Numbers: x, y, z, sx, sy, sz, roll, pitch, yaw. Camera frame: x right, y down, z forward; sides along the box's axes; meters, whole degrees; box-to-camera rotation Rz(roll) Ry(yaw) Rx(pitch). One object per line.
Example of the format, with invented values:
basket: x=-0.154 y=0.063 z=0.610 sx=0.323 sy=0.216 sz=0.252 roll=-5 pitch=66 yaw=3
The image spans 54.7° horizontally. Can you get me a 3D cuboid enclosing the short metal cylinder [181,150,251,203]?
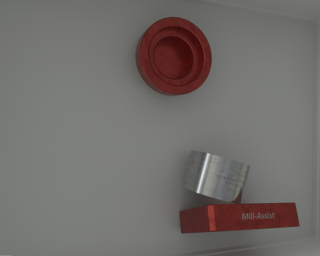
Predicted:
short metal cylinder: x=0.074 y=0.064 z=0.410 sx=0.081 sy=0.080 sz=0.050 roll=18 pitch=84 yaw=-20

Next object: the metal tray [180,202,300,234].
metal tray: x=0.103 y=0.121 z=0.413 sx=0.131 sy=0.090 sz=0.030 roll=4 pitch=69 yaw=-20

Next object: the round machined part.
round machined part: x=0.015 y=-0.091 z=0.408 sx=0.099 sy=0.042 sz=0.097 roll=0 pitch=90 yaw=-21
